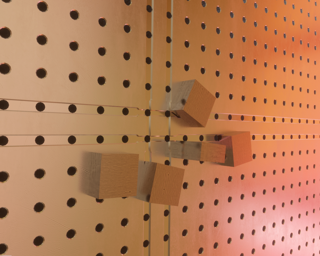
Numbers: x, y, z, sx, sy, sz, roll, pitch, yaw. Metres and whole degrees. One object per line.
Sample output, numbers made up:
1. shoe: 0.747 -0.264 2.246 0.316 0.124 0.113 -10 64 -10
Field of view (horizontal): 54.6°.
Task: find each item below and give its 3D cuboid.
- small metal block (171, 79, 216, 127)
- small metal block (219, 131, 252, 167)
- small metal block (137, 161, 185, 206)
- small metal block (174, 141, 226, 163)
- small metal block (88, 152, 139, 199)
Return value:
1. small metal block: 0.049 -0.035 0.449 0.050 0.025 0.050 35 68 -34
2. small metal block: 0.126 0.034 0.513 0.050 0.025 0.050 -10 97 -39
3. small metal block: 0.002 0.074 0.410 0.050 0.025 0.050 19 78 -38
4. small metal block: 0.057 0.034 0.439 0.050 0.050 0.025 9 84 -40
5. small metal block: -0.054 0.054 0.363 0.050 0.025 0.050 5 87 -40
